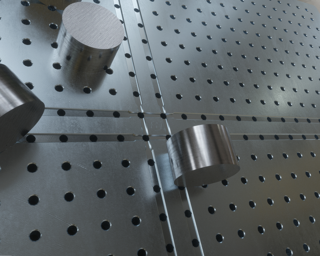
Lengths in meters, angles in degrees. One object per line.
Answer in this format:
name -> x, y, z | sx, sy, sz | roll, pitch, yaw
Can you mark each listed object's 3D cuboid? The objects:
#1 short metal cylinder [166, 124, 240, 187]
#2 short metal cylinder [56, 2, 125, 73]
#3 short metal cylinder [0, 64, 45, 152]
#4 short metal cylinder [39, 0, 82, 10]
short metal cylinder -> 0.052, 0.036, 0.381 | 0.081, 0.080, 0.050 | 3, 61, -27
short metal cylinder -> -0.094, -0.121, 0.416 | 0.081, 0.050, 0.080 | 14, 56, -21
short metal cylinder -> -0.160, -0.015, 0.296 | 0.050, 0.080, 0.080 | 45, 51, 3
short metal cylinder -> -0.139, -0.213, 0.429 | 0.080, 0.080, 0.050 | 20, 54, -17
